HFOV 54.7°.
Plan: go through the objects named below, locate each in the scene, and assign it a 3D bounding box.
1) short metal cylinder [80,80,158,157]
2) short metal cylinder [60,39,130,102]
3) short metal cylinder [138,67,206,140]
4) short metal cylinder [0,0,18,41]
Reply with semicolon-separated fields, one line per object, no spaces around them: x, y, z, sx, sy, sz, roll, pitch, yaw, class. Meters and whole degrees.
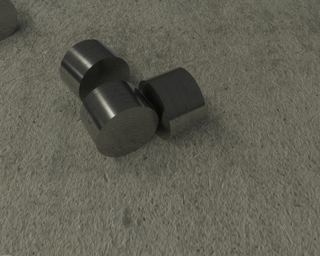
-0.049;-0.010;0.376;0.081;0.080;0.050;-24;54;-19;short metal cylinder
-0.089;-0.075;0.430;0.080;0.080;0.050;-33;58;-24;short metal cylinder
0.014;-0.031;0.394;0.050;0.080;0.080;-24;54;-19;short metal cylinder
-0.296;-0.195;0.529;0.050;0.080;0.080;33;57;24;short metal cylinder
